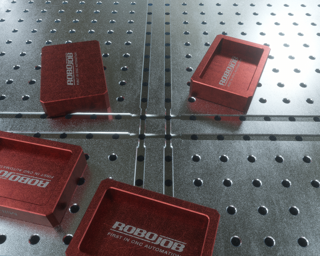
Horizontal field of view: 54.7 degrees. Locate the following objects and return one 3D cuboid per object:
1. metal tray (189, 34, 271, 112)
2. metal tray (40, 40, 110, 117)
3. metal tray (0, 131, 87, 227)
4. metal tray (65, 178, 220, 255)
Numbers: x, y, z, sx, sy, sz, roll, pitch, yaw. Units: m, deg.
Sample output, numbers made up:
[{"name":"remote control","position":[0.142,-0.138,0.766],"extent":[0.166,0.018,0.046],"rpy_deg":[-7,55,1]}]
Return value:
[{"name":"metal tray","position":[0.111,-0.090,0.481],"extent":[0.090,0.030,0.130],"rpy_deg":[20,53,15]},{"name":"metal tray","position":[-0.130,-0.079,0.469],"extent":[0.091,0.030,0.130],"rpy_deg":[-10,51,-9]},{"name":"metal tray","position":[-0.163,0.053,0.357],"extent":[0.131,0.030,0.090],"rpy_deg":[10,51,8]},{"name":"metal tray","position":[-0.014,0.111,0.310],"extent":[0.131,0.030,0.090],"rpy_deg":[14,51,11]}]
